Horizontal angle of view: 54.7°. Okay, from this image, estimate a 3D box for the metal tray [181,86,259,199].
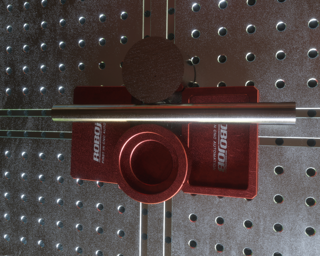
[{"bbox_3d":[0.073,0.016,0.380,0.090,0.030,0.129,1,90,19],"label":"metal tray"}]

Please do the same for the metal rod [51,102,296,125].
[{"bbox_3d":[0.000,-0.018,0.376,0.301,0.025,0.025,1,91,19],"label":"metal rod"}]

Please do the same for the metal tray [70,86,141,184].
[{"bbox_3d":[-0.076,0.008,0.431,0.090,0.030,0.129,3,91,19],"label":"metal tray"}]

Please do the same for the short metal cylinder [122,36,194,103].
[{"bbox_3d":[-0.001,-0.070,0.395,0.080,0.050,0.079,0,90,20],"label":"short metal cylinder"}]

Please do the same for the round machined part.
[{"bbox_3d":[-0.007,0.043,0.392,0.098,0.042,0.097,0,90,19],"label":"round machined part"}]
